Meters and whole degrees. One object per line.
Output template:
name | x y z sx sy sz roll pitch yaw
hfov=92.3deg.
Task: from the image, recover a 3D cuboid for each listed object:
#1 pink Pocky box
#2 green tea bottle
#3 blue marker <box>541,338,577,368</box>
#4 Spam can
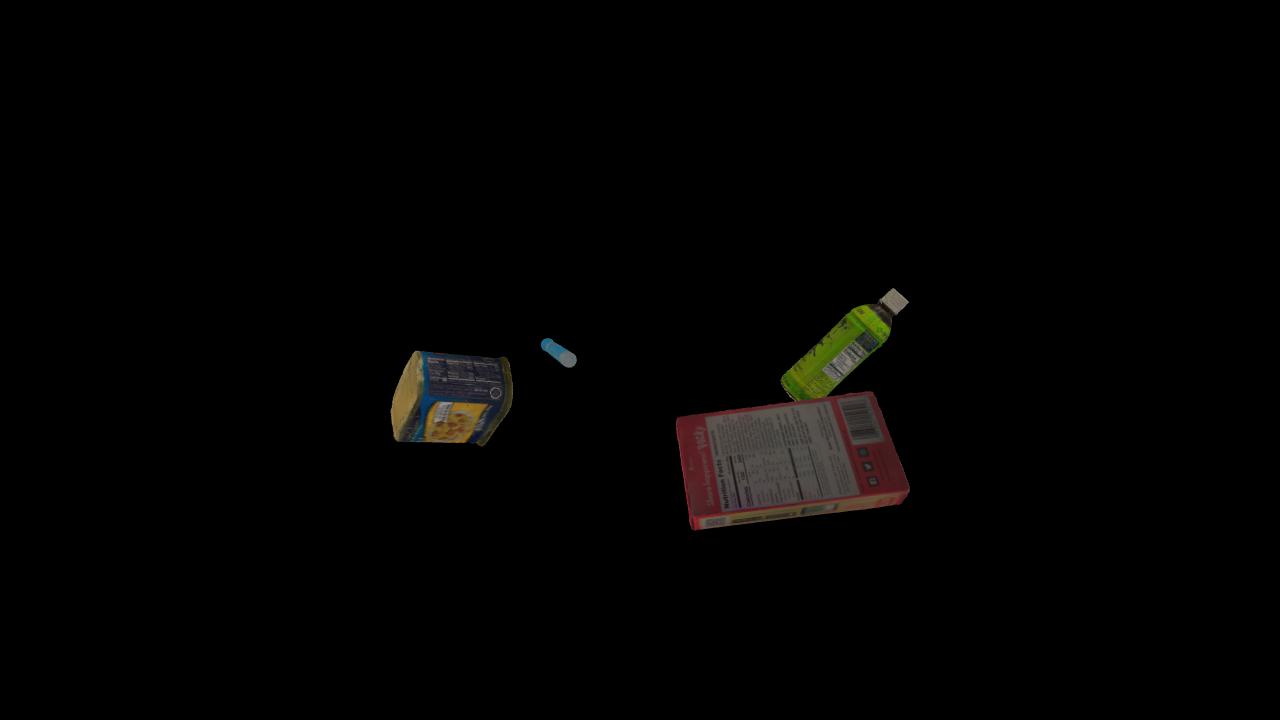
pink Pocky box | 0.108 0.074 0.459 0.155 0.084 0.029 -8 -36 1
green tea bottle | 0.305 -0.018 0.909 0.212 0.073 0.073 -46 -20 20
blue marker | -0.108 -0.011 0.802 0.020 0.020 0.121 0 11 -22
Spam can | -0.177 0.038 0.573 0.085 0.058 0.101 6 -38 -33
